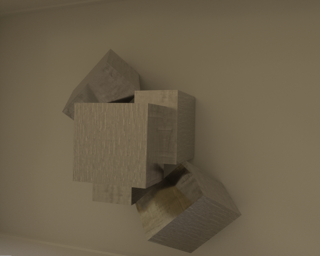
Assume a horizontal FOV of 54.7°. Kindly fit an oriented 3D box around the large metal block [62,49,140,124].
[{"bbox_3d":[-0.072,-0.048,0.397,0.050,0.080,0.080,40,105,-21],"label":"large metal block"}]

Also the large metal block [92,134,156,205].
[{"bbox_3d":[-0.042,0.047,0.395,0.050,0.080,0.080,1,90,20],"label":"large metal block"}]

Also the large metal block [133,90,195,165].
[{"bbox_3d":[0.008,-0.001,0.375,0.050,0.080,0.080,1,90,20],"label":"large metal block"}]

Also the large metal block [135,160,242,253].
[{"bbox_3d":[0.033,0.094,0.360,0.080,0.080,0.050,-43,42,15],"label":"large metal block"}]

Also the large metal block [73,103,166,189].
[{"bbox_3d":[-0.041,0.015,0.325,0.080,0.050,0.080,2,91,20],"label":"large metal block"}]
